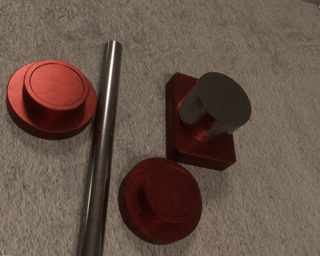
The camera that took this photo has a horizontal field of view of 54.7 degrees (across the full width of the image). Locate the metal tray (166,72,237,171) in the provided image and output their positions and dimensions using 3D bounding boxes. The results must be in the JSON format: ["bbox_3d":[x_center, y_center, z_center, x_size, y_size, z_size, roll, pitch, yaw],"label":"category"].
[{"bbox_3d":[0.055,-0.010,0.439,0.091,0.030,0.130,14,56,-21],"label":"metal tray"}]

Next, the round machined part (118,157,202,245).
[{"bbox_3d":[0.006,0.078,0.350,0.099,0.042,0.098,14,56,-21],"label":"round machined part"}]

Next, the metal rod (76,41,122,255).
[{"bbox_3d":[-0.066,0.013,0.360,0.025,0.025,0.299,14,56,-21],"label":"metal rod"}]

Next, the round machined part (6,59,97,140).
[{"bbox_3d":[-0.120,-0.039,0.353,0.099,0.042,0.098,14,56,-21],"label":"round machined part"}]

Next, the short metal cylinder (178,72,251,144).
[{"bbox_3d":[0.070,-0.026,0.404,0.081,0.050,0.080,14,56,-21],"label":"short metal cylinder"}]
